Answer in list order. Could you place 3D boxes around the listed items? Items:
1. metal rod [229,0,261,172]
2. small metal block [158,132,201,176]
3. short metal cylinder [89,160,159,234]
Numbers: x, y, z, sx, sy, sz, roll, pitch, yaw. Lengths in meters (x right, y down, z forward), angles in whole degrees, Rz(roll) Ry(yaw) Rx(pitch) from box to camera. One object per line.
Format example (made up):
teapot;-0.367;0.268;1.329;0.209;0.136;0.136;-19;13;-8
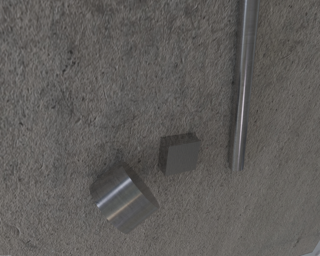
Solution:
metal rod;0.116;-0.059;0.433;0.025;0.025;0.298;-18;126;-18
small metal block;0.027;0.037;0.445;0.050;0.025;0.050;-9;122;-24
short metal cylinder;-0.045;0.088;0.401;0.050;0.080;0.080;-39;129;-2
